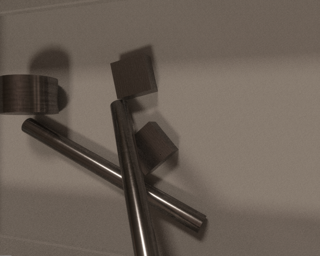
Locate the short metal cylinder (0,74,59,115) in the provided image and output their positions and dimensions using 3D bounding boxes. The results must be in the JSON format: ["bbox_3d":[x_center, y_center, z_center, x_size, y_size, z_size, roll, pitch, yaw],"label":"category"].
[{"bbox_3d":[-0.189,-0.045,0.446,0.080,0.080,0.050,-2,90,19],"label":"short metal cylinder"}]

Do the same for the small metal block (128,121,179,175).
[{"bbox_3d":[-0.012,0.026,0.414,0.050,0.025,0.050,-42,77,15],"label":"small metal block"}]

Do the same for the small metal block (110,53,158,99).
[{"bbox_3d":[-0.035,-0.069,0.422,0.050,0.025,0.050,-13,86,19],"label":"small metal block"}]

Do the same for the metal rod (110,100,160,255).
[{"bbox_3d":[-0.024,0.089,0.344,0.025,0.025,0.299,-27,54,18],"label":"metal rod"}]

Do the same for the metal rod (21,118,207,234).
[{"bbox_3d":[-0.076,0.059,0.435,0.301,0.025,0.025,26,99,17],"label":"metal rod"}]
